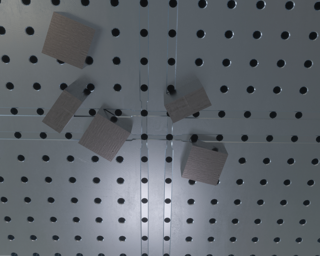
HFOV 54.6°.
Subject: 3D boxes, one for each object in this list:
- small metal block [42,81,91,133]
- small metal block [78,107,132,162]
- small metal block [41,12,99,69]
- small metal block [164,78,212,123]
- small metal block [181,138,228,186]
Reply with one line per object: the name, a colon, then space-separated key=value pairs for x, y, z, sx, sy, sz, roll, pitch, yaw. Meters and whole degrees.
small metal block: x=-0.116 y=-0.028 z=0.389 sx=0.025 sy=0.050 sz=0.050 roll=37 pitch=106 yaw=-12
small metal block: x=-0.073 y=0.009 z=0.416 sx=0.050 sy=0.025 sz=0.050 roll=32 pitch=107 yaw=-11
small metal block: x=-0.107 y=-0.106 z=0.374 sx=0.050 sy=0.025 sz=0.050 roll=22 pitch=109 yaw=-8
small metal block: x=0.033 y=-0.035 z=0.387 sx=0.050 sy=0.050 sz=0.025 roll=-25 pitch=108 yaw=9
small metal block: x=0.060 y=0.047 z=0.431 sx=0.050 sy=0.025 sz=0.050 roll=14 pitch=109 yaw=-6
